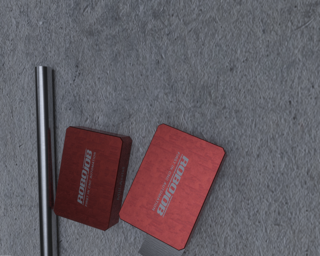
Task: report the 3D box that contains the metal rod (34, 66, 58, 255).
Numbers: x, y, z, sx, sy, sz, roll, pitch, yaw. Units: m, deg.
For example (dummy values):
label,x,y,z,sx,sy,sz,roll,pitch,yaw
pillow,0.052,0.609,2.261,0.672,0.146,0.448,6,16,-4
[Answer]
label,x,y,z,sx,sy,sz,roll,pitch,yaw
metal rod,-0.172,0.058,0.467,0.025,0.025,0.298,-2,89,19

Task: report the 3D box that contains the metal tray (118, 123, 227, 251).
label,x,y,z,sx,sy,sz,roll,pitch,yaw
metal tray,0.017,0.070,0.386,0.090,0.030,0.130,23,85,18

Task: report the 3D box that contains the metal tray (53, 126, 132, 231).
label,x,y,z,sx,sy,sz,roll,pitch,yaw
metal tray,-0.096,0.068,0.439,0.090,0.030,0.129,11,94,19

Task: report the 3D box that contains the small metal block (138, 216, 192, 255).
label,x,y,z,sx,sy,sz,roll,pitch,yaw
small metal block,0.008,0.152,0.406,0.050,0.025,0.050,29,99,17
